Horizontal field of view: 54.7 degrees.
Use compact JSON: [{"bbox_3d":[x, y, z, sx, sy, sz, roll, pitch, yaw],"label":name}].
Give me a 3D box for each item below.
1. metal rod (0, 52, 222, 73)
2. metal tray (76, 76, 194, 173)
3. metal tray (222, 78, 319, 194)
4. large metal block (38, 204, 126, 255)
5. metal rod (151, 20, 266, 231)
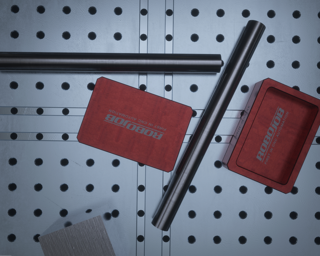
[{"bbox_3d":[-0.071,-0.087,0.412,0.302,0.025,0.025,0,90,-1],"label":"metal rod"},{"bbox_3d":[-0.032,-0.004,0.411,0.131,0.030,0.090,19,90,-1],"label":"metal tray"},{"bbox_3d":[0.151,0.010,0.412,0.090,0.030,0.129,23,90,-1],"label":"metal tray"},{"bbox_3d":[-0.096,0.156,0.400,0.080,0.050,0.080,-20,90,-1],"label":"large metal block"},{"bbox_3d":[0.065,-0.003,0.414,0.025,0.025,0.299,26,90,-1],"label":"metal rod"}]
